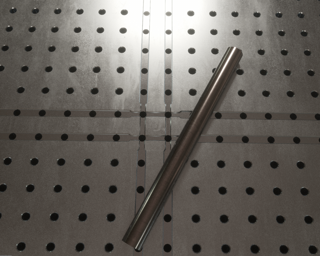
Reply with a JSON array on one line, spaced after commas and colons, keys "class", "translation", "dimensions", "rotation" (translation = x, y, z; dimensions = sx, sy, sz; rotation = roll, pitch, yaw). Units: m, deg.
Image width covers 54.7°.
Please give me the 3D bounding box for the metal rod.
[{"class": "metal rod", "translation": [0.038, 0.013, 0.407], "dimensions": [0.025, 0.025, 0.300], "rotation": [27, 72, 9]}]
